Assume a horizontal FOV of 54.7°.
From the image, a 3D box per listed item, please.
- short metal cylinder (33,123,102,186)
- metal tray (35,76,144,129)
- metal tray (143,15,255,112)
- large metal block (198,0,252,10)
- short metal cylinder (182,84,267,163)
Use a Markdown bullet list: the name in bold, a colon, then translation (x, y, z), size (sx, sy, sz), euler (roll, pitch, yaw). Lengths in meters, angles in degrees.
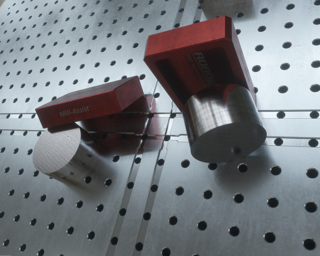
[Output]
- **short metal cylinder**: translation (-0.130, 0.035, 0.439), size (0.080, 0.050, 0.080), euler (-13, 56, 21)
- **metal tray**: translation (-0.100, -0.038, 0.448), size (0.130, 0.030, 0.090), euler (-10, 18, 22)
- **metal tray**: translation (0.051, -0.058, 0.350), size (0.090, 0.130, 0.030), euler (-7, 59, 24)
- **large metal block**: translation (0.103, -0.240, 0.486), size (0.080, 0.050, 0.080), euler (-1, 61, 28)
- **short metal cylinder**: translation (0.068, -0.003, 0.339), size (0.080, 0.080, 0.050), euler (-21, 54, 16)
